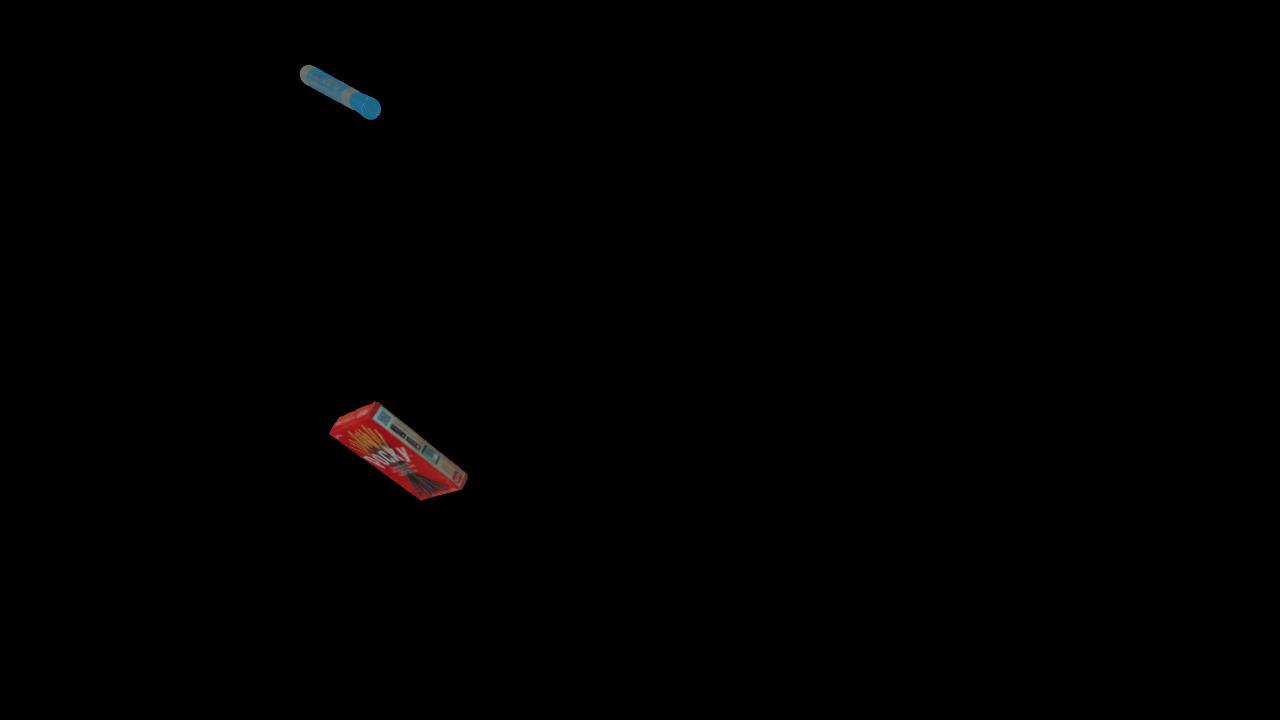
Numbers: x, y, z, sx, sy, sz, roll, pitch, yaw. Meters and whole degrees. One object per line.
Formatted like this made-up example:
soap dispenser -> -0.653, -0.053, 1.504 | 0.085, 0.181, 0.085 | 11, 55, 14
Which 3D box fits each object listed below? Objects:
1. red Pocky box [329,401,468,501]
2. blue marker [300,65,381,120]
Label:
red Pocky box -> -0.297, 0.117, 0.761 | 0.083, 0.028, 0.155 | -20, -53, 31
blue marker -> -0.271, -0.243, 0.557 | 0.121, 0.020, 0.020 | 33, 18, 30
